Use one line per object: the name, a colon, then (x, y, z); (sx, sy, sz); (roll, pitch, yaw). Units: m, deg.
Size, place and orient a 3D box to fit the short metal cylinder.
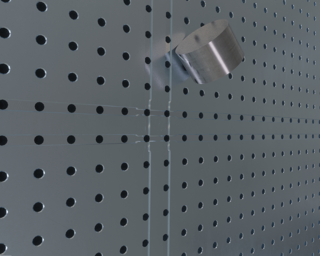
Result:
short metal cylinder: (0.069, -0.106, 0.430); (0.080, 0.080, 0.050); (-52, 120, -27)
